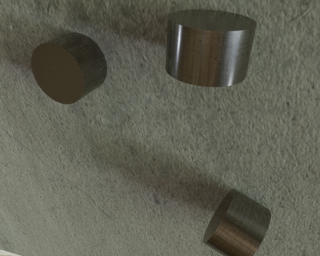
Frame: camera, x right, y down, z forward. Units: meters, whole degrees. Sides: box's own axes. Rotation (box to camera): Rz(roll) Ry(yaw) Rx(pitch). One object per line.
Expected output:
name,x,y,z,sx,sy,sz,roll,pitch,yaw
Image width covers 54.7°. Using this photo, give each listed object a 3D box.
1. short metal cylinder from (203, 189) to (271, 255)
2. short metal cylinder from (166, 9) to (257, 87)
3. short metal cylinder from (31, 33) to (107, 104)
short metal cylinder,0.097,0.125,0.397,0.050,0.080,0.079,31,128,8
short metal cylinder,0.047,-0.079,0.297,0.080,0.080,0.050,16,125,19
short metal cylinder,-0.117,-0.078,0.402,0.080,0.050,0.079,13,124,20
